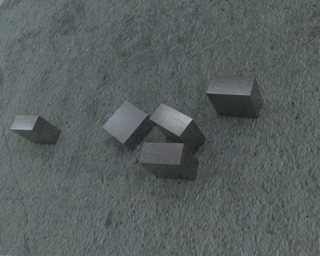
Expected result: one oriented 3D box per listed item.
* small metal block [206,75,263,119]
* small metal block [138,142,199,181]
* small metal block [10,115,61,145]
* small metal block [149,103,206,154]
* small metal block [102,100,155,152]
[{"bbox_3d":[0.088,-0.036,0.364,0.050,0.050,0.025,7,66,31],"label":"small metal block"},{"bbox_3d":[0.011,0.039,0.358,0.050,0.050,0.025,0,62,28],"label":"small metal block"},{"bbox_3d":[-0.195,0.003,0.489,0.050,0.050,0.025,1,63,29],"label":"small metal block"},{"bbox_3d":[0.022,0.001,0.375,0.050,0.050,0.025,31,79,38],"label":"small metal block"},{"bbox_3d":[-0.043,-0.003,0.428,0.050,0.025,0.050,34,80,38],"label":"small metal block"}]
